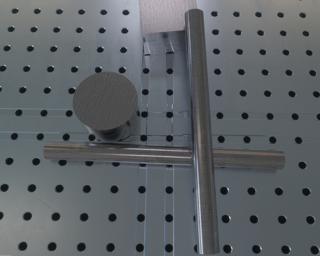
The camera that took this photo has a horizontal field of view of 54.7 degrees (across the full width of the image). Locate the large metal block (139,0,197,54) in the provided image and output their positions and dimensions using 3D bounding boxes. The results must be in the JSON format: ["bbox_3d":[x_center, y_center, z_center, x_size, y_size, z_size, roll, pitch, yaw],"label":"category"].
[{"bbox_3d":[0.012,-0.160,0.457,0.081,0.050,0.080,-6,70,-2],"label":"large metal block"}]

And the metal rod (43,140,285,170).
[{"bbox_3d":[0.005,0.035,0.399,0.302,0.025,0.025,2,70,0],"label":"metal rod"}]

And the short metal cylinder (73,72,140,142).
[{"bbox_3d":[-0.068,-0.027,0.408,0.081,0.050,0.080,0,70,0],"label":"short metal cylinder"}]

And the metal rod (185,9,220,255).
[{"bbox_3d":[0.050,-0.006,0.381,0.025,0.025,0.299,-2,78,-1],"label":"metal rod"}]
